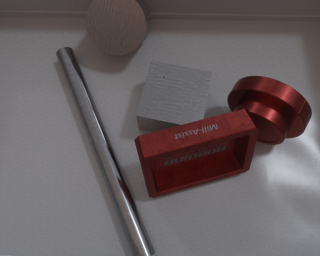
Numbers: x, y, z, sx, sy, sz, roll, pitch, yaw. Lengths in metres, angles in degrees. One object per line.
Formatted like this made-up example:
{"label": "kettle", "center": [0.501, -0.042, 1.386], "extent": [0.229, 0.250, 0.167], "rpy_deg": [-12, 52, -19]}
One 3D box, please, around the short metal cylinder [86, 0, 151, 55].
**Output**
{"label": "short metal cylinder", "center": [-0.055, -0.145, 0.427], "extent": [0.080, 0.050, 0.079], "rpy_deg": [2, 115, 5]}

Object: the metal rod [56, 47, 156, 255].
{"label": "metal rod", "center": [-0.077, 0.020, 0.401], "extent": [0.025, 0.025, 0.299], "rpy_deg": [-23, 72, -8]}

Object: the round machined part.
{"label": "round machined part", "center": [0.127, -0.015, 0.378], "extent": [0.098, 0.098, 0.042], "rpy_deg": [30, 73, 10]}

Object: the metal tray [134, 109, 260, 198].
{"label": "metal tray", "center": [0.043, 0.032, 0.361], "extent": [0.131, 0.090, 0.030], "rpy_deg": [-15, 51, -6]}

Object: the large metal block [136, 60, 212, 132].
{"label": "large metal block", "center": [0.019, -0.035, 0.409], "extent": [0.080, 0.050, 0.080], "rpy_deg": [12, 70, 4]}
